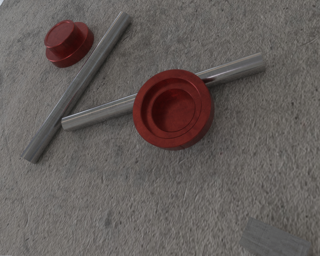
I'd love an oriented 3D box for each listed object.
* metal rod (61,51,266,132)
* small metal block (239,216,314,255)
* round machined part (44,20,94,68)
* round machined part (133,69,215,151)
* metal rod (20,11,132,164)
[{"bbox_3d":[-0.008,-0.045,0.435,0.301,0.025,0.025,-16,55,18],"label":"metal rod"},{"bbox_3d":[0.102,0.105,0.270,0.050,0.050,0.025,17,71,35],"label":"small metal block"},{"bbox_3d":[-0.179,-0.166,0.589,0.098,0.042,0.098,-13,56,21],"label":"round machined part"},{"bbox_3d":[0.019,-0.020,0.385,0.098,0.042,0.098,-6,74,20],"label":"round machined part"},{"bbox_3d":[-0.133,-0.075,0.519,0.025,0.025,0.300,19,71,35],"label":"metal rod"}]
